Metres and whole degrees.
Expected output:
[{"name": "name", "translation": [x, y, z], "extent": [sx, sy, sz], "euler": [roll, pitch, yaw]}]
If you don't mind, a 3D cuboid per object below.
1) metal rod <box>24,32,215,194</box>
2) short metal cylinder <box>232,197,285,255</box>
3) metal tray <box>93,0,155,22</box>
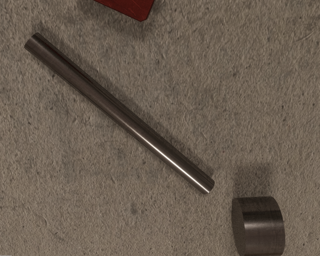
[{"name": "metal rod", "translation": [-0.042, -0.010, 0.405], "extent": [0.300, 0.025, 0.025], "euler": [40, 105, -14]}, {"name": "short metal cylinder", "translation": [0.134, 0.137, 0.433], "extent": [0.050, 0.080, 0.079], "euler": [-3, 110, 1]}, {"name": "metal tray", "translation": [-0.032, -0.194, 0.335], "extent": [0.090, 0.030, 0.129], "euler": [22, 108, -9]}]
